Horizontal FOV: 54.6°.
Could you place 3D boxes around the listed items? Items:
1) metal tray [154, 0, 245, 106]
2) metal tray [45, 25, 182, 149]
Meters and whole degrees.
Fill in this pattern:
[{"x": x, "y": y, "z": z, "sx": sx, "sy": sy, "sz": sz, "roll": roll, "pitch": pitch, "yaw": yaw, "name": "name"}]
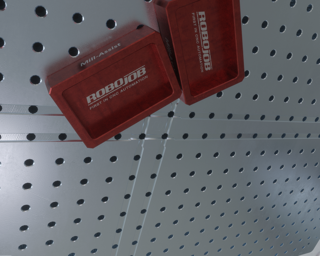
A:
[{"x": 0.053, "y": -0.101, "z": 0.373, "sx": 0.090, "sy": 0.030, "sz": 0.129, "roll": -25, "pitch": 128, "yaw": -13, "name": "metal tray"}, {"x": -0.048, "y": -0.045, "z": 0.353, "sx": 0.131, "sy": 0.030, "sz": 0.090, "roll": -31, "pitch": 129, "yaw": -8, "name": "metal tray"}]
